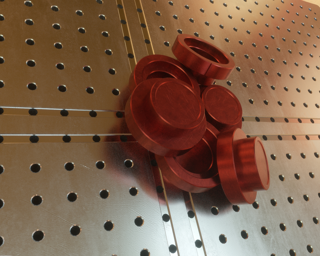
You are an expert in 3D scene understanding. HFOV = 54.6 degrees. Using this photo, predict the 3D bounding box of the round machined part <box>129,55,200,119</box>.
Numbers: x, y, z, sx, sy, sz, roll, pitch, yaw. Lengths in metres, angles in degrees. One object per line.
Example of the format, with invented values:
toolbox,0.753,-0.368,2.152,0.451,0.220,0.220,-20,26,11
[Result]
round machined part,0.003,-0.050,0.429,0.099,0.042,0.098,13,56,-21

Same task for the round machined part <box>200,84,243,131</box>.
round machined part,0.081,-0.024,0.455,0.099,0.042,0.098,13,56,-21

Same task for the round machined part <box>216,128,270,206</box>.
round machined part,0.110,0.047,0.395,0.098,0.042,0.098,32,52,-52

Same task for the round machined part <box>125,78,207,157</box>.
round machined part,0.013,-0.019,0.361,0.099,0.042,0.098,13,56,-21

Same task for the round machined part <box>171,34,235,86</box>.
round machined part,0.062,-0.101,0.477,0.099,0.042,0.098,20,32,-13

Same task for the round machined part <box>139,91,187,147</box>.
round machined part,0.007,-0.012,0.407,0.099,0.042,0.098,13,56,-21

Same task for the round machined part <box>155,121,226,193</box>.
round machined part,0.037,0.036,0.395,0.099,0.042,0.098,13,56,-21
